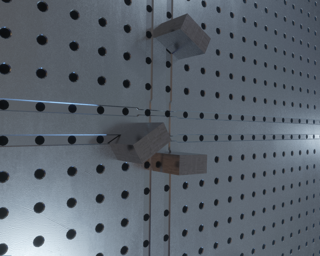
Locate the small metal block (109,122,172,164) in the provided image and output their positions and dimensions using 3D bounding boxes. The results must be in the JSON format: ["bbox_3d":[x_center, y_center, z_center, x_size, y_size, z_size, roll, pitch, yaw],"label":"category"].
[{"bbox_3d":[-0.024,0.017,0.372,0.050,0.050,0.025,-37,113,-34],"label":"small metal block"}]

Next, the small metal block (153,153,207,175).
[{"bbox_3d":[0.027,0.047,0.415,0.050,0.050,0.025,3,88,-40],"label":"small metal block"}]

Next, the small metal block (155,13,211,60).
[{"bbox_3d":[0.031,-0.121,0.417,0.050,0.050,0.025,35,69,-35],"label":"small metal block"}]
